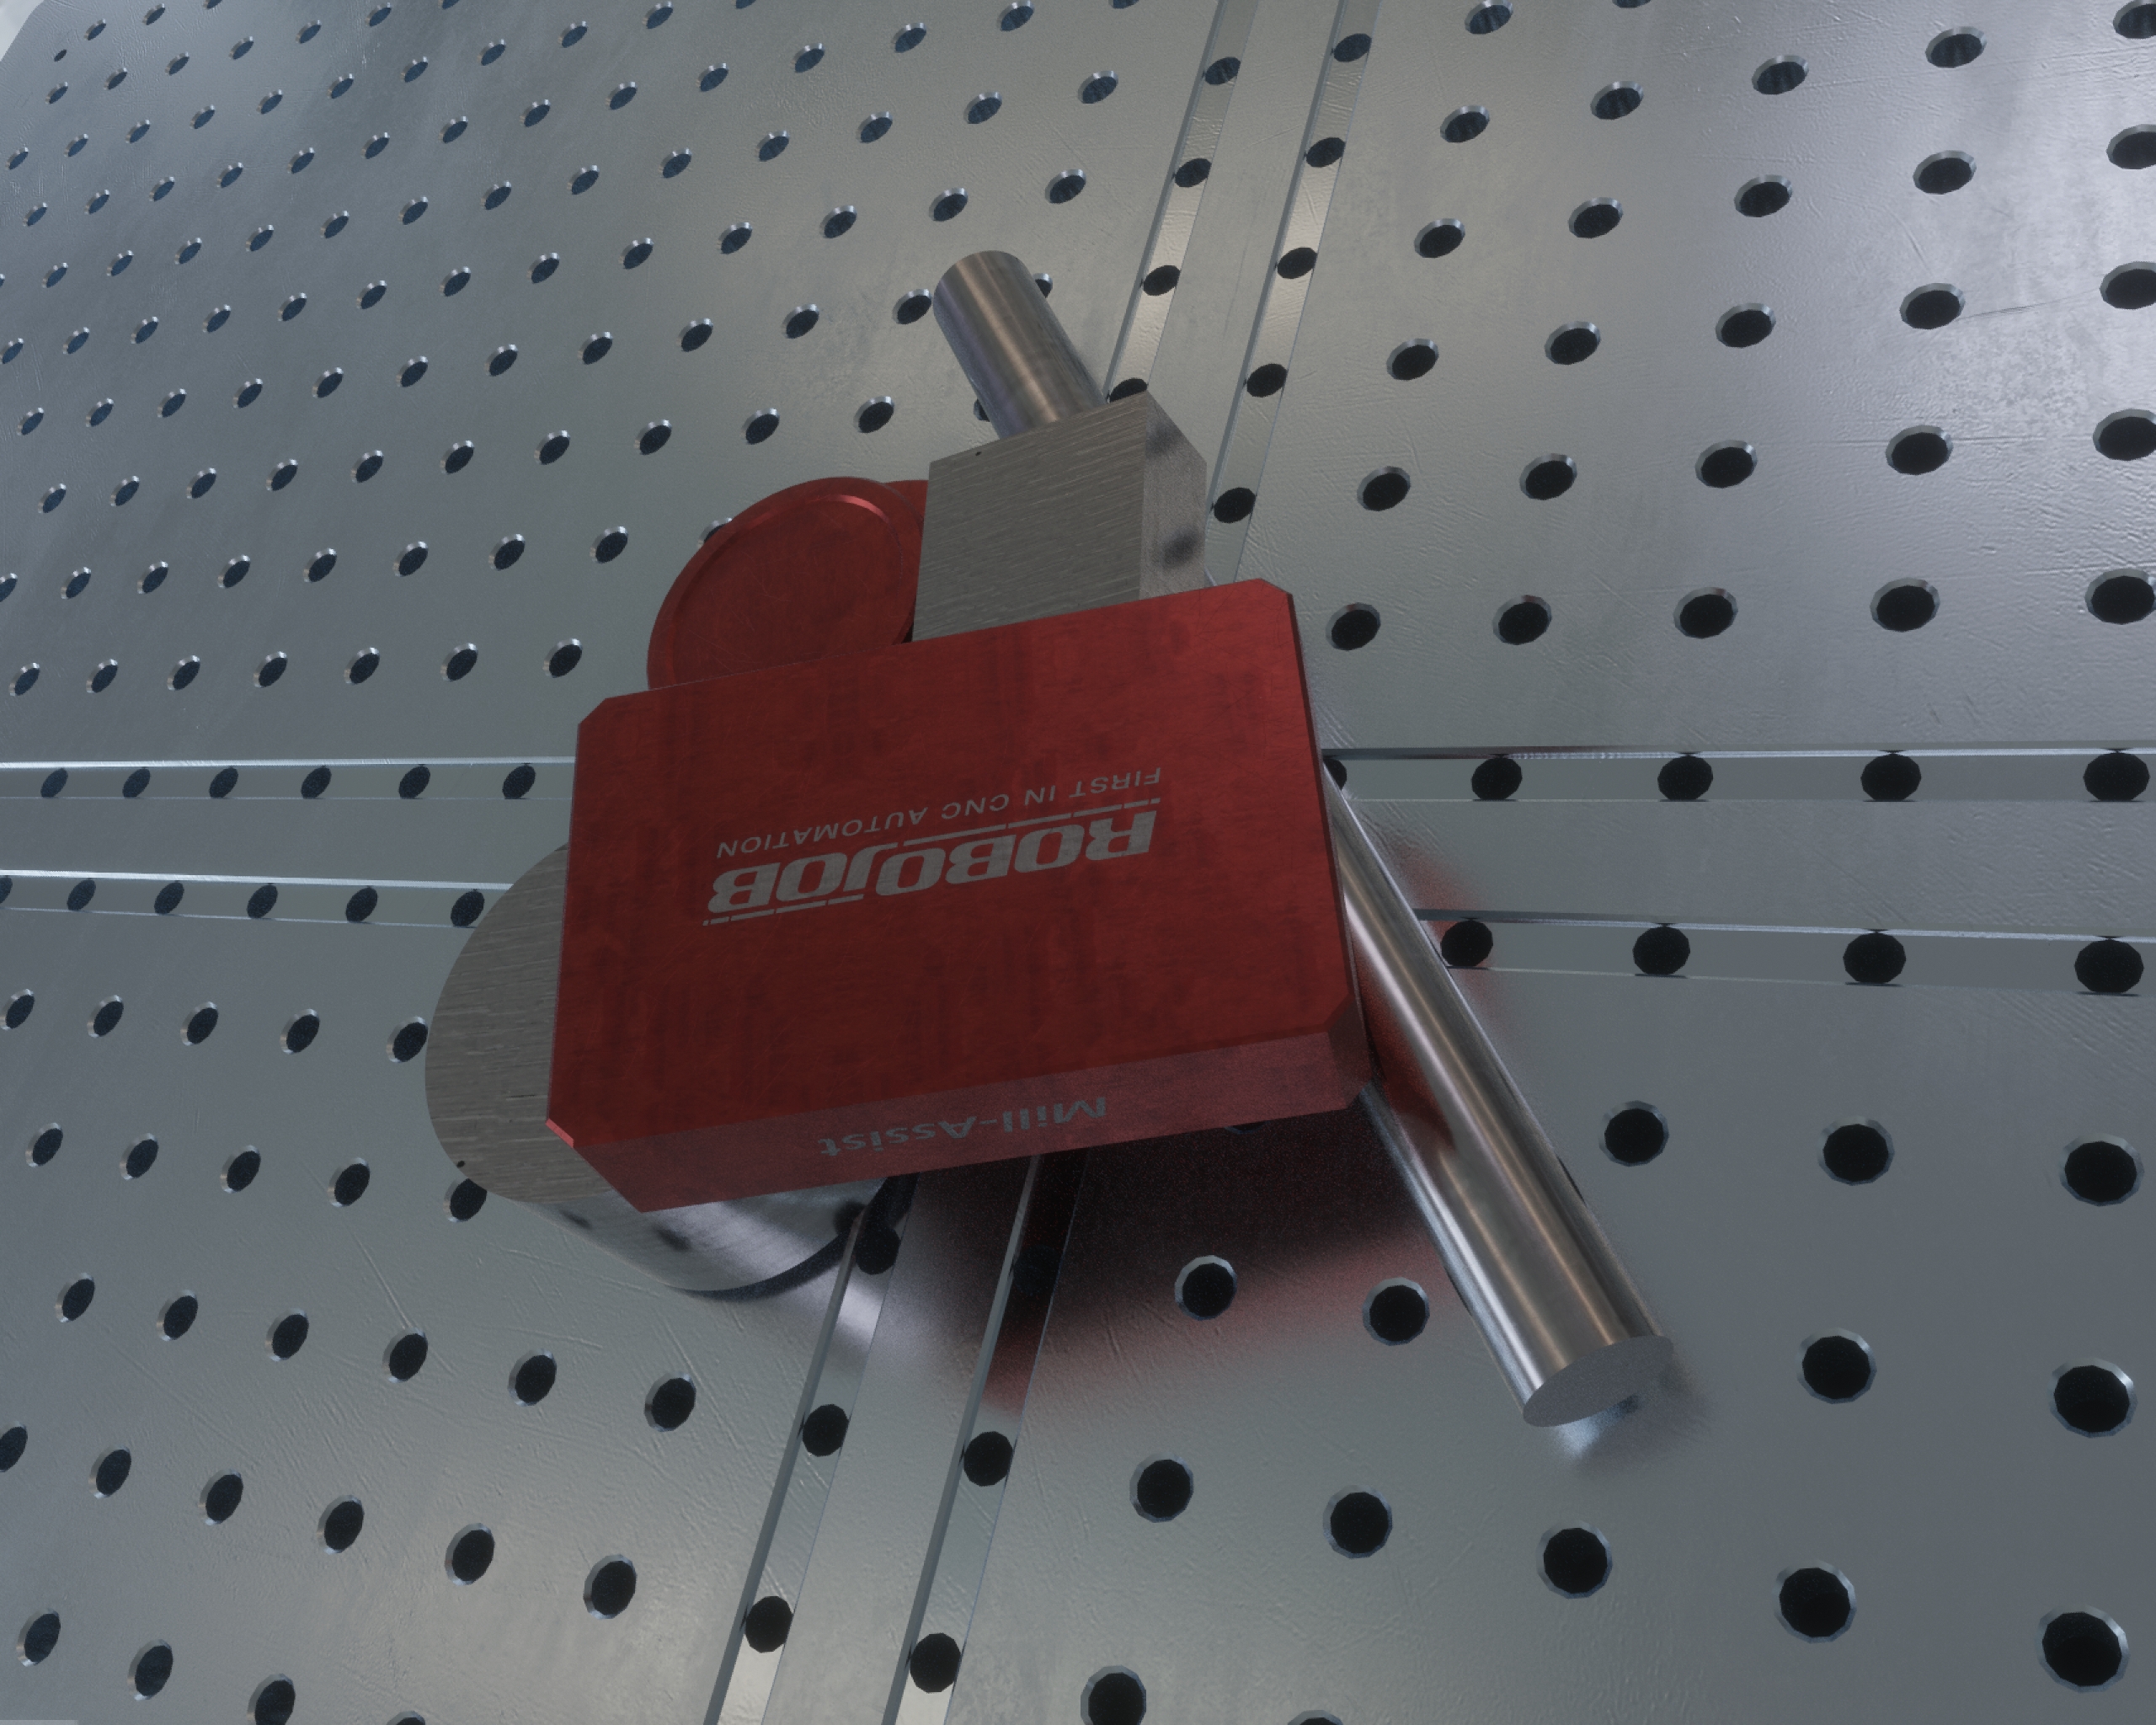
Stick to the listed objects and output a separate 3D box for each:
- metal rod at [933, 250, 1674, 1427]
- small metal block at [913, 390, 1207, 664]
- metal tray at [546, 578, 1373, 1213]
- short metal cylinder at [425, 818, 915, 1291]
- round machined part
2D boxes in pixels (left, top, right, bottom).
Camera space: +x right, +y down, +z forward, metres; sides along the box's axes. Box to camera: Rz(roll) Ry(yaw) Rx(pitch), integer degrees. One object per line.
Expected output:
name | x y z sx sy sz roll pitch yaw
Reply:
metal rod | 0.028 -0.028 0.406 0.025 0.025 0.300 -31 52 8
small metal block | -0.003 -0.059 0.411 0.050 0.025 0.050 -12 59 27
metal tray | -0.021 0.005 0.359 0.131 0.030 0.090 -9 57 8
short metal cylinder | -0.077 0.037 0.405 0.080 0.050 0.080 -13 56 21
round machined part | -0.052 -0.043 0.445 0.098 0.042 0.098 -14 56 22
